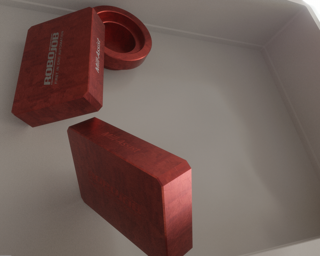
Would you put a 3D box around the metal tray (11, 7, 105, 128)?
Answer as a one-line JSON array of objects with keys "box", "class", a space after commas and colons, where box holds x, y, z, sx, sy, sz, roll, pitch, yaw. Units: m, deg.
[{"box": [-0.111, -0.071, 0.352, 0.090, 0.030, 0.130, -12, 59, 14], "class": "metal tray"}]

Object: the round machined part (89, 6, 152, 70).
[{"box": [-0.064, -0.120, 0.435, 0.099, 0.042, 0.098, 14, 56, -21], "class": "round machined part"}]

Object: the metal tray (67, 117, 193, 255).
[{"box": [-0.030, 0.051, 0.276, 0.030, 0.089, 0.130, -26, 34, -37], "class": "metal tray"}]
